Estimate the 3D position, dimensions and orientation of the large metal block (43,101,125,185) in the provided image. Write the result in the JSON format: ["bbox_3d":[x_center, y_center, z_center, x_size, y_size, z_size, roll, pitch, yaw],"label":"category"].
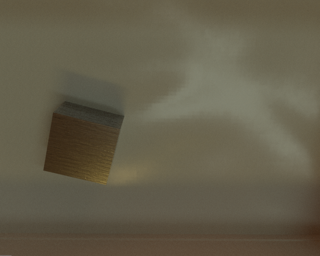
[{"bbox_3d":[-0.097,0.019,0.404,0.081,0.050,0.079,14,109,-6],"label":"large metal block"}]
